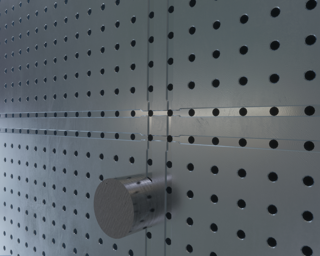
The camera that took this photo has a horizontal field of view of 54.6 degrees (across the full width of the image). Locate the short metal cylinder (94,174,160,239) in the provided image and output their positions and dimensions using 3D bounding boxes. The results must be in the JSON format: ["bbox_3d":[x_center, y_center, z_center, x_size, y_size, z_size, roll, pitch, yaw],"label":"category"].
[{"bbox_3d":[-0.047,0.107,0.433,0.080,0.050,0.080,0,90,40],"label":"short metal cylinder"}]
